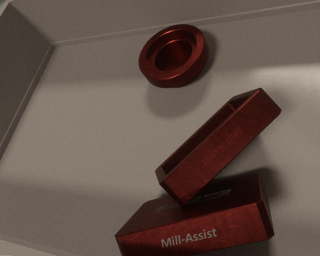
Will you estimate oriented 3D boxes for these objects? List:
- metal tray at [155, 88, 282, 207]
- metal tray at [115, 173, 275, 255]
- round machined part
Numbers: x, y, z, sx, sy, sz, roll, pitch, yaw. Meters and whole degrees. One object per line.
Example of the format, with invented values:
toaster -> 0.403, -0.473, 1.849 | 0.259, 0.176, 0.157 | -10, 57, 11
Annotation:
metal tray -> 0.054, 0.017, 0.325 | 0.130, 0.090, 0.030 | -43, 93, -3
metal tray -> 0.035, 0.084, 0.293 | 0.130, 0.090, 0.030 | -19, 91, 17
round machined part -> 0.023, -0.096, 0.441 | 0.098, 0.042, 0.098 | -13, 56, 20
